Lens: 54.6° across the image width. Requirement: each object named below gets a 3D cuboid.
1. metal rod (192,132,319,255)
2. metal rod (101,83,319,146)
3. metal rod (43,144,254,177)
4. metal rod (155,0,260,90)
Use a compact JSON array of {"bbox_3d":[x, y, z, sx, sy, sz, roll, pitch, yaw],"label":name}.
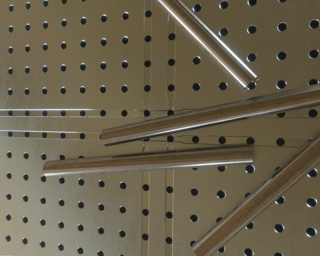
[{"bbox_3d":[0.150,0.053,0.359,0.299,0.025,0.025,-46,76,14],"label":"metal rod"},{"bbox_3d":[0.062,-0.014,0.390,0.300,0.025,0.025,-11,86,19],"label":"metal rod"},{"bbox_3d":[-0.029,0.047,0.423,0.301,0.025,0.025,-6,88,19],"label":"metal rod"},{"bbox_3d":[0.015,-0.165,0.407,0.025,0.025,0.300,-44,76,15],"label":"metal rod"}]
